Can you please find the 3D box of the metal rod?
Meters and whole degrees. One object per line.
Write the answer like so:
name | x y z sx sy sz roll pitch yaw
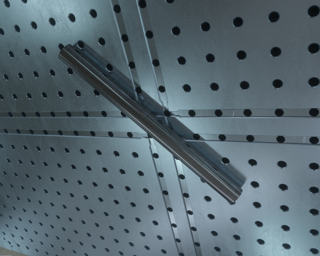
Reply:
metal rod | -0.013 -0.006 0.415 0.300 0.025 0.025 40 129 0
